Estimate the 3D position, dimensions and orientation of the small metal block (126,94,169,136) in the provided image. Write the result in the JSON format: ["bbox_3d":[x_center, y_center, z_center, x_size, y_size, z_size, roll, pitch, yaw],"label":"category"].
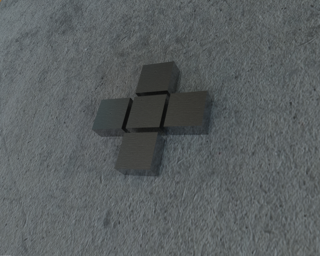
[{"bbox_3d":[-0.013,-0.017,0.421,0.050,0.025,0.050,-2,61,27],"label":"small metal block"}]

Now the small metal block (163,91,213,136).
[{"bbox_3d":[0.037,-0.018,0.396,0.050,0.025,0.050,-2,61,27],"label":"small metal block"}]

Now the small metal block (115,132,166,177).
[{"bbox_3d":[-0.024,0.034,0.396,0.050,0.025,0.050,-2,61,27],"label":"small metal block"}]

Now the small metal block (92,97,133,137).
[{"bbox_3d":[-0.064,-0.015,0.446,0.050,0.025,0.050,-2,61,27],"label":"small metal block"}]

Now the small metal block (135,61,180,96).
[{"bbox_3d":[-0.002,-0.066,0.446,0.050,0.025,0.050,-2,61,27],"label":"small metal block"}]
